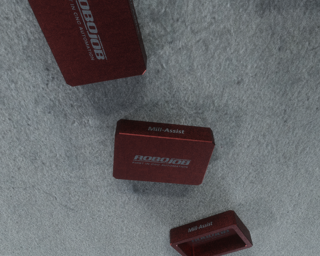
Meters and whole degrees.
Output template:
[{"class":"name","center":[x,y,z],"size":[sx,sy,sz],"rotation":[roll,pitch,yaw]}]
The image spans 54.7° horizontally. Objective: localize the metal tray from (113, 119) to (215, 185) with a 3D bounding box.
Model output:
[{"class":"metal tray","center":[0.002,0.037,0.435],"size":[0.131,0.030,0.089],"rotation":[6,130,-6]}]

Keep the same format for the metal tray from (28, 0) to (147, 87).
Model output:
[{"class":"metal tray","center":[-0.071,-0.109,0.310],"size":[0.090,0.030,0.129],"rotation":[-9,130,7]}]

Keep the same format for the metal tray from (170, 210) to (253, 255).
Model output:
[{"class":"metal tray","center":[0.095,0.207,0.581],"size":[0.130,0.030,0.090],"rotation":[-24,127,19]}]
